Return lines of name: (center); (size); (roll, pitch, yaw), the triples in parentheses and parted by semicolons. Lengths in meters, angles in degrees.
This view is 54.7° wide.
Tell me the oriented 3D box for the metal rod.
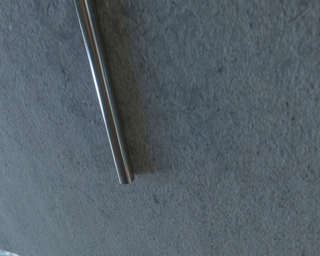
metal rod: (-0.073, -0.051, 0.411); (0.025, 0.025, 0.298); (5, 121, 25)
